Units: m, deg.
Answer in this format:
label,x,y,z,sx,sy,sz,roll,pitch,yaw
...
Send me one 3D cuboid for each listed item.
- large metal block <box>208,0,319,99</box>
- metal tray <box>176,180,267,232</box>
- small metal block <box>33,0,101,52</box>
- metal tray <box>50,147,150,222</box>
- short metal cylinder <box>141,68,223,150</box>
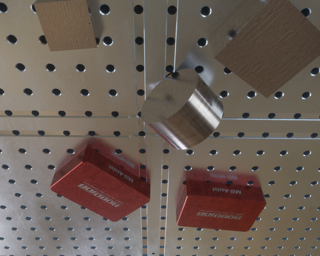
label,x,y,z,sx,sy,sz,roll,pitch,yaw
large metal block,0.109,-0.091,0.320,0.080,0.050,0.080,30,124,-24
metal tray,0.100,0.134,0.524,0.131,0.030,0.089,7,130,-7
small metal block,-0.093,-0.109,0.318,0.050,0.025,0.050,-4,130,3
metal tray,-0.090,0.093,0.487,0.090,0.030,0.130,-37,122,27
short metal cylinder,0.025,-0.022,0.357,0.080,0.080,0.050,-32,124,23
